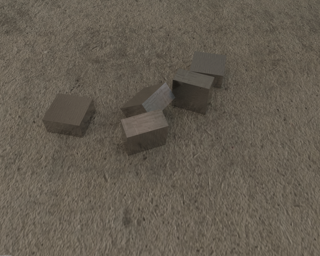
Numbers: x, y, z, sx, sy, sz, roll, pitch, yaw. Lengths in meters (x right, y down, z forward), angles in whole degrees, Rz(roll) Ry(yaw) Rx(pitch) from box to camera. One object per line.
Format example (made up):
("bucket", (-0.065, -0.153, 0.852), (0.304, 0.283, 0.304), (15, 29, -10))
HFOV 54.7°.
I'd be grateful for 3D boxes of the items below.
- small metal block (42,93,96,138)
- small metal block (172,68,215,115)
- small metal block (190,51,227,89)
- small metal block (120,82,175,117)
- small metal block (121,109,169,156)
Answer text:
("small metal block", (-0.121, -0.018, 0.417), (0.050, 0.025, 0.050), (9, 51, 7))
("small metal block", (0.045, -0.050, 0.429), (0.050, 0.050, 0.025), (17, 52, 13))
("small metal block", (0.074, -0.091, 0.480), (0.050, 0.025, 0.050), (10, 51, 8))
("small metal block", (-0.016, -0.033, 0.414), (0.050, 0.025, 0.050), (-5, 34, 51))
("small metal block", (-0.019, 0.006, 0.379), (0.050, 0.050, 0.025), (-16, 63, -13))
